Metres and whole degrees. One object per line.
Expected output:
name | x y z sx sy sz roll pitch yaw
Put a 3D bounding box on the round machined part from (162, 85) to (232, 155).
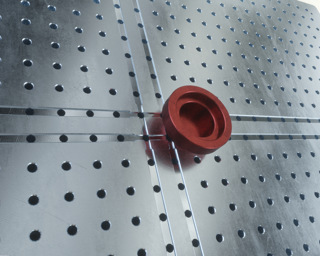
round machined part | 0.047 -0.007 0.429 0.099 0.042 0.098 14 56 -21
